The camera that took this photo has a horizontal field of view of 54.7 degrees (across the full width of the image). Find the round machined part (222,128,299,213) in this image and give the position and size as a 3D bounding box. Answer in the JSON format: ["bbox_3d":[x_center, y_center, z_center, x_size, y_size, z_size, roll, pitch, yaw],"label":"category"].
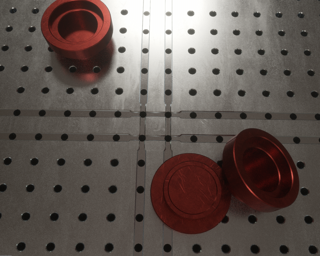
[{"bbox_3d":[0.114,0.052,0.370,0.099,0.042,0.098,16,55,-23],"label":"round machined part"}]

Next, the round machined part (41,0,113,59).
[{"bbox_3d":[-0.118,-0.143,0.453,0.099,0.042,0.098,0,70,-1],"label":"round machined part"}]

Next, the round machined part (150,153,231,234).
[{"bbox_3d":[0.038,0.077,0.375,0.099,0.042,0.098,0,70,-1],"label":"round machined part"}]
